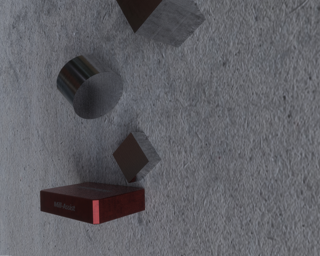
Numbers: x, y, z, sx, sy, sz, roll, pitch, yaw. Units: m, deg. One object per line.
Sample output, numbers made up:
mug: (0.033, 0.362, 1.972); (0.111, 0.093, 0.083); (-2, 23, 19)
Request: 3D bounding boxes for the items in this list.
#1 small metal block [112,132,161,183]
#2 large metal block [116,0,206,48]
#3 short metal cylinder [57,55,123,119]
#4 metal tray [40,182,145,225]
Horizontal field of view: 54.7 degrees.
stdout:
small metal block: (-0.033, 0.041, 0.433); (0.050, 0.025, 0.050); (-48, 62, 29)
large metal block: (-0.003, -0.151, 0.372); (0.050, 0.081, 0.080); (-41, 65, 32)
short metal cylinder: (-0.102, -0.060, 0.453); (0.050, 0.081, 0.080); (44, 117, 31)
metal tray: (-0.097, 0.103, 0.442); (0.130, 0.091, 0.030); (-3, 88, 40)
